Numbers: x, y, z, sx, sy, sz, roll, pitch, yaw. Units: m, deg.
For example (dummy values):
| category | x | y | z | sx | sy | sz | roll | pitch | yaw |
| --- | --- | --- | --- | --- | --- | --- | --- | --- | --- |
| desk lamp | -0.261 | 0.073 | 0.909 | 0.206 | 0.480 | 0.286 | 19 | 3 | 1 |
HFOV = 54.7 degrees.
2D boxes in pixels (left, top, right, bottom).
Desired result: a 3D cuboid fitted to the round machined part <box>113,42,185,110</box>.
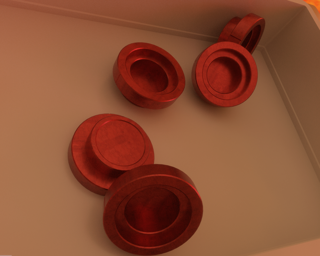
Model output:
| category | x | y | z | sx | sy | sz | roll | pitch | yaw |
| --- | --- | --- | --- | --- | --- | --- | --- | --- | --- |
| round machined part | -0.018 | -0.067 | 0.427 | 0.099 | 0.042 | 0.098 | 14 | 56 | -21 |

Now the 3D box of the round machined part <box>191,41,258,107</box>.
| category | x | y | z | sx | sy | sz | roll | pitch | yaw |
| --- | --- | --- | --- | --- | --- | --- | --- | --- | --- |
| round machined part | 0.096 | -0.080 | 0.478 | 0.099 | 0.042 | 0.097 | 0 | 91 | -11 |

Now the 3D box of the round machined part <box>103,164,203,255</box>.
| category | x | y | z | sx | sy | sz | roll | pitch | yaw |
| --- | --- | --- | --- | --- | --- | --- | --- | --- | --- |
| round machined part | -0.009 | 0.079 | 0.320 | 0.099 | 0.097 | 0.042 | 19 | 18 | -18 |

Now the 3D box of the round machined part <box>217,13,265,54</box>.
| category | x | y | z | sx | sy | sz | roll | pitch | yaw |
| --- | --- | --- | --- | --- | --- | --- | --- | --- | --- |
| round machined part | 0.133 | -0.149 | 0.528 | 0.042 | 0.097 | 0.099 | 37 | 48 | 21 |

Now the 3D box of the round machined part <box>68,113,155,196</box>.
| category | x | y | z | sx | sy | sz | roll | pitch | yaw |
| --- | --- | --- | --- | --- | --- | --- | --- | --- | --- |
| round machined part | -0.051 | 0.025 | 0.353 | 0.099 | 0.042 | 0.098 | 14 | 56 | -21 |
